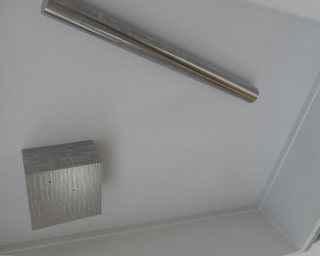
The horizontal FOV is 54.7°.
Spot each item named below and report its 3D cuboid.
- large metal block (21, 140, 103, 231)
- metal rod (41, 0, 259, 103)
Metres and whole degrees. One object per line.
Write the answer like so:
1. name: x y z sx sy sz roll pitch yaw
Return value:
1. large metal block: -0.116 0.066 0.371 0.081 0.050 0.079 -8 122 -25
2. metal rod: 0.015 -0.082 0.367 0.302 0.025 0.025 16 110 -35
